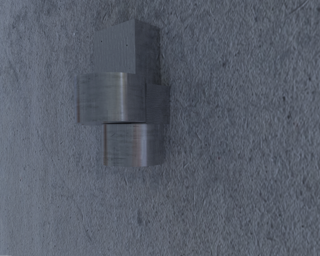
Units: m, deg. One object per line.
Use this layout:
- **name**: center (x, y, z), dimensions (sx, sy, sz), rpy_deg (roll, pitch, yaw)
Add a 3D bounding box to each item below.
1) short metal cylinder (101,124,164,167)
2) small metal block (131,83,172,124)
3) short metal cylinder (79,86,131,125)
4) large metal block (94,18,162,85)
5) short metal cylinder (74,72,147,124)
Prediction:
- **short metal cylinder**: center (-0.035, 0.020, 0.401), dimensions (0.080, 0.081, 0.050), rpy_deg (0, 90, 40)
- **small metal block**: center (-0.010, -0.030, 0.401), dimensions (0.025, 0.050, 0.050), rpy_deg (1, 91, 40)
- **short metal cylinder**: center (-0.071, -0.030, 0.430), dimensions (0.080, 0.081, 0.050), rpy_deg (-3, 89, 40)
- **large metal block**: center (-0.045, -0.095, 0.429), dimensions (0.080, 0.050, 0.080), rpy_deg (-2, 89, 40)
- **short metal cylinder**: center (-0.056, -0.031, 0.352), dimensions (0.080, 0.081, 0.050), rpy_deg (-3, 89, 40)
